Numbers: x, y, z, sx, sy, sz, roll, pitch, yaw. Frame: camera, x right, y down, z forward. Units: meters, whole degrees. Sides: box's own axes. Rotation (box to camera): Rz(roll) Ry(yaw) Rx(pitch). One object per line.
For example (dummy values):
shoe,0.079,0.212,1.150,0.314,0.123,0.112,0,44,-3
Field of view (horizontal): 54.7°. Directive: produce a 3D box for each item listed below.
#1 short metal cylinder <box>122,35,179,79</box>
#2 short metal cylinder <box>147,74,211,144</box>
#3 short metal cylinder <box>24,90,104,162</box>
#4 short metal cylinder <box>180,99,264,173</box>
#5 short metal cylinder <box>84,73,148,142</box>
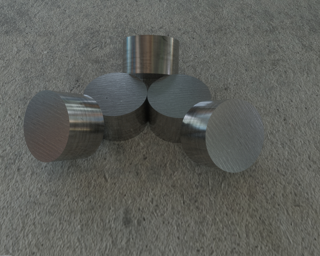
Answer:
short metal cylinder,-0.013,-0.098,0.444,0.080,0.080,0.050,1,93,1
short metal cylinder,0.024,-0.026,0.410,0.080,0.050,0.080,0,50,0
short metal cylinder,-0.112,-0.002,0.362,0.080,0.080,0.050,39,20,28
short metal cylinder,0.071,0.007,0.355,0.081,0.080,0.050,-30,15,-23
short metal cylinder,-0.056,-0.029,0.412,0.080,0.050,0.080,0,50,0
